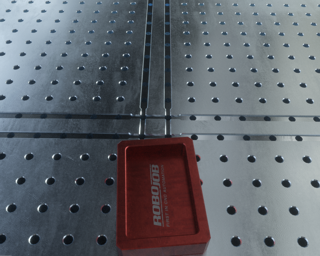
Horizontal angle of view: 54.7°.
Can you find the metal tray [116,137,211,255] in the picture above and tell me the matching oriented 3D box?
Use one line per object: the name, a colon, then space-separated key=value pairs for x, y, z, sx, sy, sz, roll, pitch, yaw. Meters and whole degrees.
metal tray: x=-0.001 y=0.071 z=0.344 sx=0.091 sy=0.030 sz=0.130 roll=-3 pitch=50 yaw=-3
